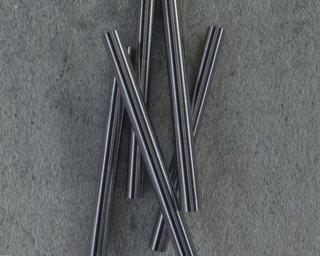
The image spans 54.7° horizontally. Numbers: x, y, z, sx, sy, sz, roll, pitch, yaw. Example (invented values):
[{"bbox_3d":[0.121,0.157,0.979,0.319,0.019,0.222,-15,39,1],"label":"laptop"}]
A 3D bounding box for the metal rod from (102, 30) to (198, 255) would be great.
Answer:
[{"bbox_3d":[-0.012,0.026,0.383,0.025,0.025,0.299,-19,90,0],"label":"metal rod"}]

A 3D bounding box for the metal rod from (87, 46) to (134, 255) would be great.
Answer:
[{"bbox_3d":[-0.067,0.042,0.409,0.025,0.025,0.298,8,90,0],"label":"metal rod"}]

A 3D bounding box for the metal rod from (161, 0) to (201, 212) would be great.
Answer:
[{"bbox_3d":[0.024,-0.048,0.392,0.025,0.025,0.298,-5,83,0],"label":"metal rod"}]

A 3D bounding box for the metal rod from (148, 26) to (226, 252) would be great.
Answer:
[{"bbox_3d":[0.035,0.014,0.410,0.025,0.025,0.298,15,90,0],"label":"metal rod"}]

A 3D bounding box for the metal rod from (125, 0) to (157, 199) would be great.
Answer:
[{"bbox_3d":[-0.024,-0.058,0.409,0.025,0.025,0.298,4,90,0],"label":"metal rod"}]
